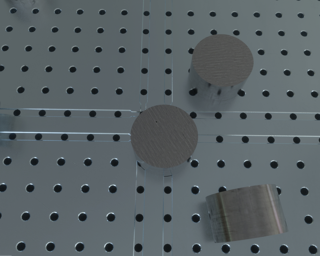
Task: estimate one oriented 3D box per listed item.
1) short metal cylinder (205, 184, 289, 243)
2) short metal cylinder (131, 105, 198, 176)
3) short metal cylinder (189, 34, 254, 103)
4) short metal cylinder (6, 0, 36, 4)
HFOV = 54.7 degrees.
[{"bbox_3d":[0.096,0.097,0.348,0.081,0.080,0.050,-8,71,-3],"label":"short metal cylinder"},{"bbox_3d":[0.005,0.017,0.392,0.081,0.050,0.080,0,70,0],"label":"short metal cylinder"},{"bbox_3d":[0.082,-0.081,0.429,0.081,0.050,0.080,0,70,0],"label":"short metal cylinder"},{"bbox_3d":[-0.224,-0.244,0.485,0.081,0.050,0.080,0,70,0],"label":"short metal cylinder"}]
